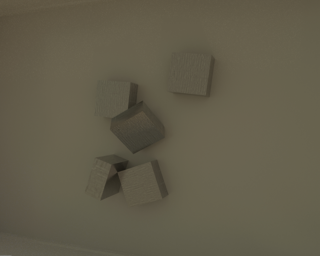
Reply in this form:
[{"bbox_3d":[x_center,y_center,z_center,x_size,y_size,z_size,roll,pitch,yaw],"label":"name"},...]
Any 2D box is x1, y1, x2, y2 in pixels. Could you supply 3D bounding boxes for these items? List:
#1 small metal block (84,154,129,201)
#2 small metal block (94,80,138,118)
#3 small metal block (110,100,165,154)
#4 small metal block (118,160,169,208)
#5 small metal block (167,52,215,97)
[{"bbox_3d":[-0.072,0.066,0.421,0.025,0.050,0.050,20,97,18],"label":"small metal block"},{"bbox_3d":[-0.061,-0.039,0.431,0.050,0.025,0.050,7,92,19],"label":"small metal block"},{"bbox_3d":[-0.029,0.000,0.405,0.050,0.025,0.050,-29,123,17],"label":"small metal block"},{"bbox_3d":[-0.023,0.075,0.418,0.050,0.025,0.050,-20,84,18],"label":"small metal block"},{"bbox_3d":[0.040,-0.068,0.396,0.050,0.025,0.050,9,93,19],"label":"small metal block"}]
